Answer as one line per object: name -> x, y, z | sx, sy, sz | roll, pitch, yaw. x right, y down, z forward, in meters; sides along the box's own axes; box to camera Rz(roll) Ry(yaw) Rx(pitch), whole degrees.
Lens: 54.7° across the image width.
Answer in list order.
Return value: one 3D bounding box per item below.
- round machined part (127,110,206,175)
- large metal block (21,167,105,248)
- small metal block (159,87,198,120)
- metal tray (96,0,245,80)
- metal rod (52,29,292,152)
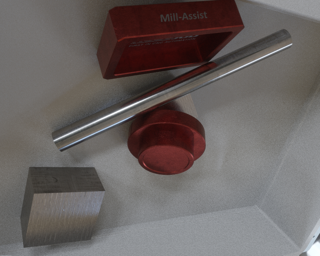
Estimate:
round machined part -> 0.008, 0.025, 0.389 | 0.099, 0.042, 0.097 | 2, 141, 1
large metal block -> -0.123, 0.096, 0.386 | 0.081, 0.050, 0.079 | 5, 116, -31
small metal block -> 0.016, -0.026, 0.404 | 0.050, 0.025, 0.050 | -31, 129, -9
metal tray -> 0.007, -0.089, 0.319 | 0.131, 0.090, 0.030 | -13, 80, -22
metal rod -> 0.018, -0.047, 0.368 | 0.302, 0.025, 0.025 | -25, 128, -5
